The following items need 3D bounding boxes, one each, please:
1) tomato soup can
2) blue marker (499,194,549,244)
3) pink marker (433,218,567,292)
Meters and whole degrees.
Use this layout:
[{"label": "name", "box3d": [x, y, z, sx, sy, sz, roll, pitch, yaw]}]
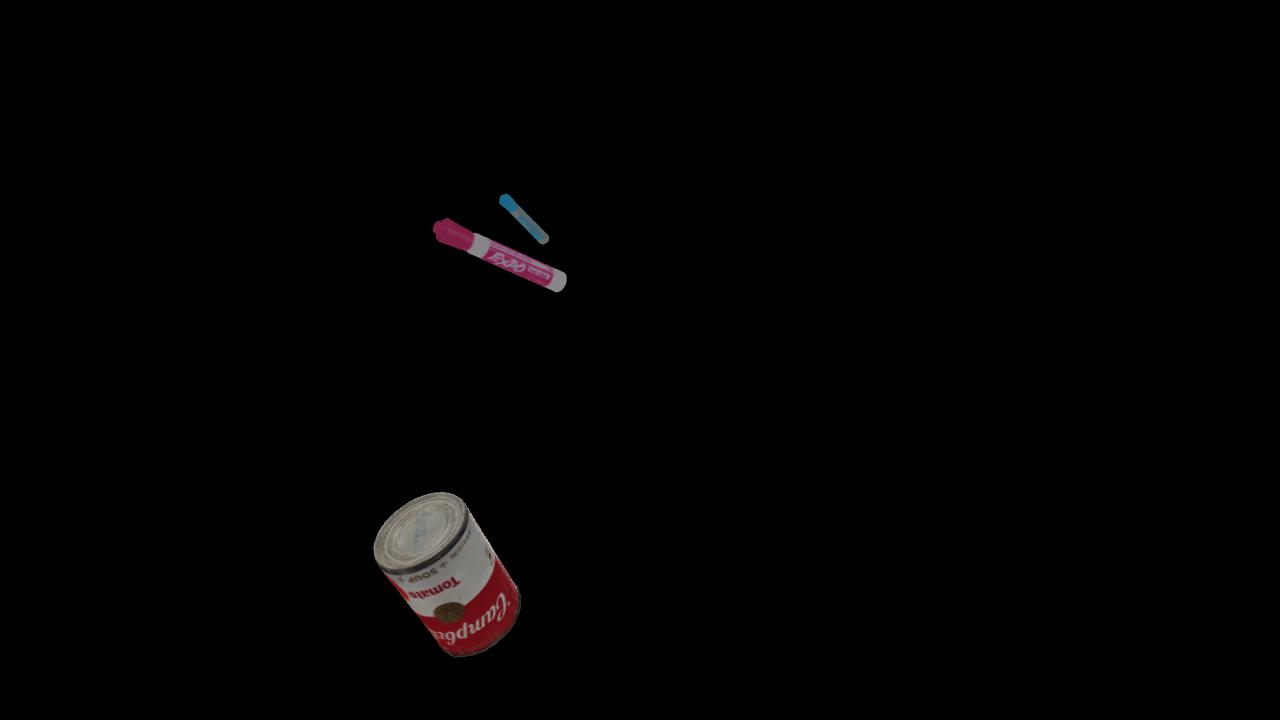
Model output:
[{"label": "tomato soup can", "box3d": [-0.134, 0.152, 0.438, 0.068, 0.101, 0.068, -12, 33, 8]}, {"label": "blue marker", "box3d": [-0.172, -0.210, 0.918, 0.020, 0.020, 0.121, 0, -19, 22]}, {"label": "pink marker", "box3d": [-0.111, -0.083, 0.497, 0.020, 0.020, 0.121, 0, -15, 44]}]
